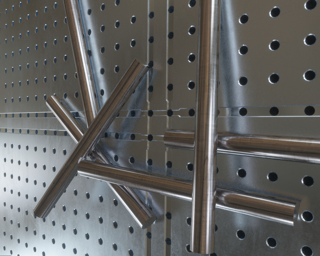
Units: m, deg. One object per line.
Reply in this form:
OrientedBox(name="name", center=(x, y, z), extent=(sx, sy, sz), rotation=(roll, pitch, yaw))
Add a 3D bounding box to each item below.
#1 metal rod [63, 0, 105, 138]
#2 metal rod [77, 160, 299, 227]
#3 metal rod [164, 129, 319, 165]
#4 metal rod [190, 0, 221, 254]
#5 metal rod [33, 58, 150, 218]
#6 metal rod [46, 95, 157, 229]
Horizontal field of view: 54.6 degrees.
OrientedBox(name="metal rod", center=(-0.134, -0.127, 0.521), extent=(0.025, 0.025, 0.299), rotation=(-22, 76, 38))
OrientedBox(name="metal rod", center=(0.009, 0.072, 0.385), extent=(0.300, 0.025, 0.025), rotation=(5, 94, 34))
OrientedBox(name="metal rod", center=(0.128, 0.020, 0.304), extent=(0.300, 0.025, 0.025), rotation=(4, 92, 40))
OrientedBox(name="metal rod", center=(0.051, -0.021, 0.340), extent=(0.025, 0.025, 0.299), rotation=(-4, 79, 40))
OrientedBox(name="metal rod", center=(-0.111, 0.025, 0.472), extent=(0.025, 0.025, 0.299), rotation=(46, 108, 30))
OrientedBox(name="metal rod", center=(-0.107, 0.039, 0.499), extent=(0.300, 0.025, 0.025), rotation=(44, 117, 31))
